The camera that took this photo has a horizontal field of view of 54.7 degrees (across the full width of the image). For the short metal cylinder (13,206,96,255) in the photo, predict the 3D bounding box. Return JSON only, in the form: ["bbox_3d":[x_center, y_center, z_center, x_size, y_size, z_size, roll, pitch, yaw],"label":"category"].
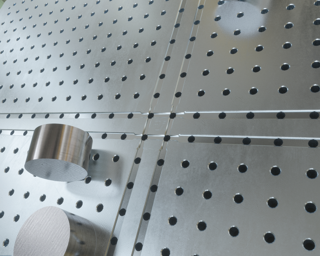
[{"bbox_3d":[-0.125,0.140,0.372,0.080,0.050,0.080,-13,56,21],"label":"short metal cylinder"}]

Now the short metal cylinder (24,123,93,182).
[{"bbox_3d":[-0.136,0.036,0.423,0.080,0.080,0.050,-12,57,22],"label":"short metal cylinder"}]
